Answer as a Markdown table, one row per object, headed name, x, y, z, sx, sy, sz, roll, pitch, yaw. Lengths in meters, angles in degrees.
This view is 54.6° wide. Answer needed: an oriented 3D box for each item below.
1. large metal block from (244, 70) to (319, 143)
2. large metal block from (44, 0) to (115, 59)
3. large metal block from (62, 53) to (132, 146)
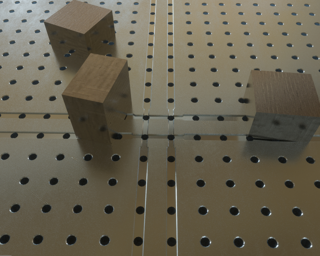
| name | x | y | z | sx | sy | sz | roll | pitch | yaw |
| --- | --- | --- | --- | --- | --- | --- | --- | --- | --- |
| large metal block | 0.161 | -0.030 | 0.418 | 0.080 | 0.050 | 0.080 | 5 | 50 | 4 |
| large metal block | -0.135 | -0.171 | 0.535 | 0.080 | 0.050 | 0.080 | 21 | 53 | 17 |
| large metal block | -0.076 | -0.037 | 0.403 | 0.050 | 0.080 | 0.080 | 12 | 51 | 10 |
